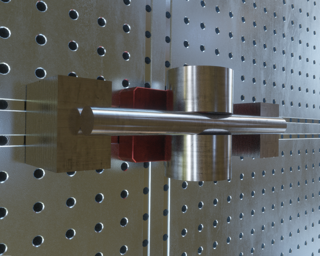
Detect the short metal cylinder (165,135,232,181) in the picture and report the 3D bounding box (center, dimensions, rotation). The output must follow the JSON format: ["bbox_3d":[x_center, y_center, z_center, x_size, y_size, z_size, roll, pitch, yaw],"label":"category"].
[{"bbox_3d":[0.046,0.032,0.372,0.081,0.080,0.050,1,90,-40],"label":"short metal cylinder"}]

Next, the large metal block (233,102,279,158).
[{"bbox_3d":[0.136,0.003,0.485,0.050,0.080,0.080,1,90,-40],"label":"large metal block"}]

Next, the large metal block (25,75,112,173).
[{"bbox_3d":[-0.089,-0.003,0.297,0.050,0.080,0.080,1,90,-40],"label":"large metal block"}]

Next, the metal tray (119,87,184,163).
[{"bbox_3d":[0.009,-0.003,0.413,0.131,0.030,0.089,2,89,-40],"label":"metal tray"}]

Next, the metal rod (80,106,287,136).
[{"bbox_3d":[0.056,-0.005,0.351,0.302,0.025,0.025,1,90,-40],"label":"metal rod"}]

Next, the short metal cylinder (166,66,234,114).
[{"bbox_3d":[0.048,-0.043,0.374,0.081,0.080,0.050,1,90,-40],"label":"short metal cylinder"}]
